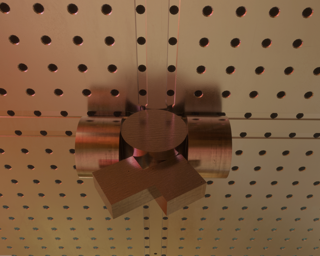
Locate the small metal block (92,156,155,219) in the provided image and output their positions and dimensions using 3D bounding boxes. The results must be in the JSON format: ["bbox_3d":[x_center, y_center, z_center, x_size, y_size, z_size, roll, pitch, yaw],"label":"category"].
[{"bbox_3d":[-0.040,0.064,0.343,0.050,0.050,0.025,-21,135,-24],"label":"small metal block"}]

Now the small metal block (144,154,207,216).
[{"bbox_3d":[0.016,0.062,0.347,0.050,0.050,0.025,-20,135,-24],"label":"small metal block"}]

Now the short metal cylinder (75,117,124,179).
[{"bbox_3d":[-0.073,0.025,0.395,0.050,0.080,0.079,1,130,-1],"label":"short metal cylinder"}]

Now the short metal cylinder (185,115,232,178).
[{"bbox_3d":[0.058,0.024,0.395,0.050,0.080,0.079,1,130,0],"label":"short metal cylinder"}]

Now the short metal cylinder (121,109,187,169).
[{"bbox_3d":[-0.007,0.020,0.392,0.081,0.080,0.050,1,130,-1],"label":"short metal cylinder"}]
